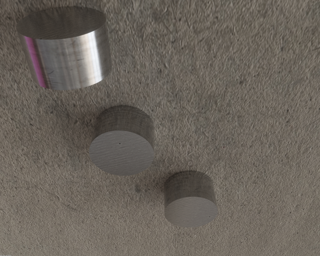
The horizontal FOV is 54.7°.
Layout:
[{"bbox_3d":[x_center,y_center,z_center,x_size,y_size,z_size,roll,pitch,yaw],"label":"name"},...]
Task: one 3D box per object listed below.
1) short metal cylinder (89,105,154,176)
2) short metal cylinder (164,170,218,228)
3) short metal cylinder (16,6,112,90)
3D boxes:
[{"bbox_3d":[-0.048,0.017,0.405,0.081,0.050,0.079,0,130,0],"label":"short metal cylinder"},{"bbox_3d":[0.047,0.112,0.487,0.081,0.050,0.079,0,130,0],"label":"short metal cylinder"},{"bbox_3d":[-0.090,-0.080,0.302,0.080,0.080,0.050,-1,130,0],"label":"short metal cylinder"}]
